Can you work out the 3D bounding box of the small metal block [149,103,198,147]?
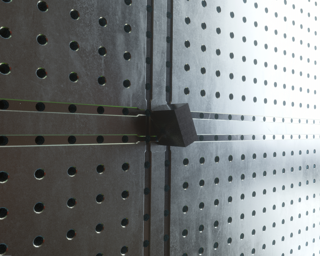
[{"bbox_3d":[0.017,-0.004,0.406,0.025,0.050,0.050,-28,108,-36],"label":"small metal block"}]
